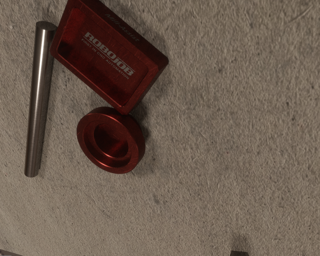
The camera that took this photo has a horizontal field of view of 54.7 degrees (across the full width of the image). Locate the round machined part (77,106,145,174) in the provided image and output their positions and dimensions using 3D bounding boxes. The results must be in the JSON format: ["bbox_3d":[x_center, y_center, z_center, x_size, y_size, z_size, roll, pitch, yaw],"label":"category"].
[{"bbox_3d":[-0.064,0.013,0.435,0.098,0.042,0.097,13,125,20],"label":"round machined part"}]

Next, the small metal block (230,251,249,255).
[{"bbox_3d":[0.120,0.223,0.465,0.025,0.050,0.050,-7,115,31],"label":"small metal block"}]

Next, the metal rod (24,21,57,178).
[{"bbox_3d":[-0.194,-0.024,0.491,0.025,0.025,0.298,30,128,8],"label":"metal rod"}]

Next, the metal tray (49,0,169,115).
[{"bbox_3d":[-0.066,-0.088,0.381,0.130,0.030,0.089,40,129,0],"label":"metal tray"}]
